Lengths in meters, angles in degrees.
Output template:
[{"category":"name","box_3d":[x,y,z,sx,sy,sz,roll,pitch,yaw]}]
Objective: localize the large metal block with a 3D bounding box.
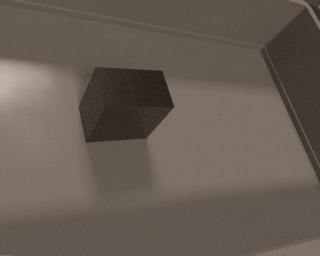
[{"category":"large metal block","box_3d":[-0.042,-0.025,0.364,0.081,0.080,0.050,-3,63,-30]}]
